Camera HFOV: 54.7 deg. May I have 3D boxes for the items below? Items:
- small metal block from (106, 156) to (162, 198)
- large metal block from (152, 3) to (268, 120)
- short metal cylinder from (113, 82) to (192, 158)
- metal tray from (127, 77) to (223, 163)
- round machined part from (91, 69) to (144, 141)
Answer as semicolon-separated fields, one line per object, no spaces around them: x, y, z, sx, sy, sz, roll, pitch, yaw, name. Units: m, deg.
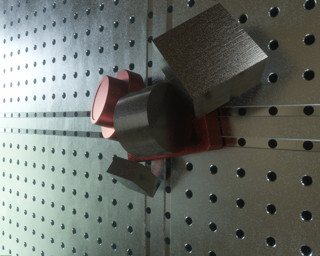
-0.034;0.065;0.414;0.050;0.050;0.025;10;63;40;small metal block
0.049;-0.068;0.322;0.080;0.050;0.080;-30;67;-3;large metal block
-0.006;-0.008;0.358;0.050;0.081;0.080;-11;83;39;short metal cylinder
0.009;-0.007;0.395;0.130;0.030;0.090;-14;81;39;metal tray
-0.063;-0.033;0.420;0.098;0.042;0.098;-40;42;50;round machined part
